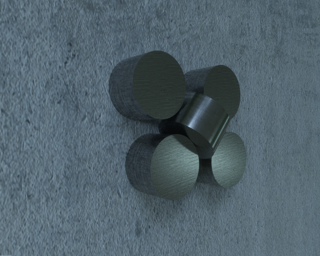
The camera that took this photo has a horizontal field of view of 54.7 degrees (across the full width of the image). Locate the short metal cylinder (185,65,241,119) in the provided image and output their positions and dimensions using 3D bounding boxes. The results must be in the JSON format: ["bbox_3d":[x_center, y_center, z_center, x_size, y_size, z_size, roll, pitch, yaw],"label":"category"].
[{"bbox_3d":[0.072,-0.048,0.450,0.081,0.050,0.079,0,90,-40],"label":"short metal cylinder"}]

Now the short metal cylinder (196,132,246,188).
[{"bbox_3d":[0.084,0.045,0.462,0.081,0.050,0.079,0,90,-40],"label":"short metal cylinder"}]

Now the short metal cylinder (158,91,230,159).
[{"bbox_3d":[0.045,-0.003,0.411,0.080,0.080,0.050,47,62,-30],"label":"short metal cylinder"}]

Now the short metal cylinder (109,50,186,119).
[{"bbox_3d":[-0.015,-0.050,0.378,0.081,0.050,0.079,0,90,-40],"label":"short metal cylinder"}]

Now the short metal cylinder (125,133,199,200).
[{"bbox_3d":[0.004,0.047,0.394,0.081,0.050,0.079,0,90,-40],"label":"short metal cylinder"}]
